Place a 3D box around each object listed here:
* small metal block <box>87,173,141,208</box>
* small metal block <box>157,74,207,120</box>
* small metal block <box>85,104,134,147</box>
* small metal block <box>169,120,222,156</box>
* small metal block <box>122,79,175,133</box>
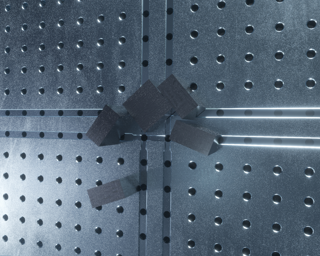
[{"bbox_3d":[-0.061,0.084,0.420,0.050,0.050,0.025,-21,83,18],"label":"small metal block"},{"bbox_3d":[0.029,-0.038,0.389,0.025,0.050,0.050,-41,78,15],"label":"small metal block"},{"bbox_3d":[-0.066,-0.003,0.421,0.025,0.050,0.050,39,102,15],"label":"small metal block"},{"bbox_3d":[0.045,0.011,0.383,0.050,0.050,0.025,23,98,18],"label":"small metal block"},{"bbox_3d":[-0.013,-0.029,0.416,0.050,0.025,0.050,-42,77,15],"label":"small metal block"}]
